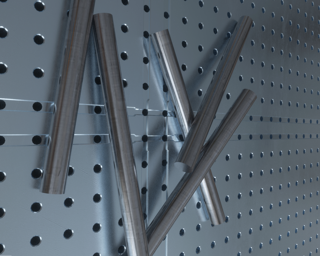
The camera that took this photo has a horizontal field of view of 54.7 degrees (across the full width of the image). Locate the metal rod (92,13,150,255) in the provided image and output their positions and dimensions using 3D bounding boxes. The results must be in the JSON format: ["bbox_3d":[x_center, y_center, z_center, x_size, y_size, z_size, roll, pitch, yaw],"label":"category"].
[{"bbox_3d":[-0.044,0.020,0.357,0.025,0.025,0.298,-10,91,-40],"label":"metal rod"}]

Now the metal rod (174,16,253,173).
[{"bbox_3d":[0.089,-0.067,0.463,0.025,0.025,0.300,46,56,-31],"label":"metal rod"}]

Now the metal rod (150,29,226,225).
[{"bbox_3d":[0.045,0.009,0.449,0.025,0.025,0.298,-30,109,-36],"label":"metal rod"}]

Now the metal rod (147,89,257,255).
[{"bbox_3d":[0.049,0.063,0.425,0.025,0.025,0.300,47,70,-30],"label":"metal rod"}]

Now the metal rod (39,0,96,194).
[{"bbox_3d":[-0.091,-0.081,0.333,0.025,0.025,0.298,12,82,-40],"label":"metal rod"}]
